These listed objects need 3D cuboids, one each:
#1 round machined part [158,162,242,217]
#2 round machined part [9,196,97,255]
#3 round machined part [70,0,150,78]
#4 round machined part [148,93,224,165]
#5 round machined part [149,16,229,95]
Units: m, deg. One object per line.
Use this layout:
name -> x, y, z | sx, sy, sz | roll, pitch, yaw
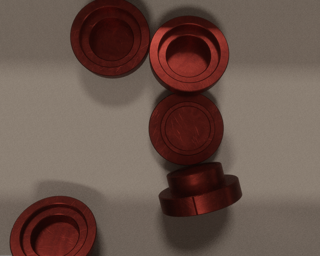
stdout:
round machined part -> 0.046, 0.070, 0.376 | 0.099, 0.098, 0.042 | -14, 90, 0
round machined part -> -0.129, 0.138, 0.385 | 0.099, 0.042, 0.098 | 6, 48, -6
round machined part -> -0.061, -0.113, 0.402 | 0.099, 0.042, 0.097 | 0, 90, -1
round machined part -> 0.034, 0.000, 0.403 | 0.099, 0.042, 0.097 | 0, 90, -1
round machined part -> 0.036, -0.089, 0.399 | 0.099, 0.042, 0.097 | 0, 82, -1
